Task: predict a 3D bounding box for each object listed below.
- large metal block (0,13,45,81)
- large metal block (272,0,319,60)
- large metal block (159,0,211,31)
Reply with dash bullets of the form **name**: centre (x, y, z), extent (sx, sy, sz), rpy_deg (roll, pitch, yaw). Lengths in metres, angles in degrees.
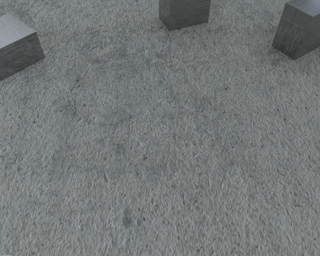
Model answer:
- **large metal block**: centre (-0.248, -0.131, 0.496), extent (0.080, 0.050, 0.080), rpy_deg (35, 58, 25)
- **large metal block**: centre (0.243, -0.171, 0.513), extent (0.081, 0.080, 0.050), rpy_deg (-29, 56, -22)
- **large metal block**: centre (0.045, -0.233, 0.563), extent (0.081, 0.080, 0.050), rpy_deg (-18, 53, -14)
